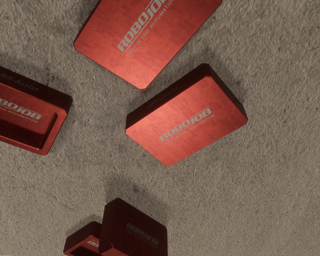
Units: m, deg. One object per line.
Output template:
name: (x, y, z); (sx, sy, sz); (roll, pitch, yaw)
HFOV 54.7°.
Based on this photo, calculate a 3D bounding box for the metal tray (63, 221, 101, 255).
metal tray: (-0.107, 0.236, 0.603); (0.130, 0.030, 0.090); (37, 121, -28)

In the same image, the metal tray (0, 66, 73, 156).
metal tray: (-0.186, -0.024, 0.380); (0.131, 0.030, 0.089); (24, 126, -20)

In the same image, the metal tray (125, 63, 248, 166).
metal tray: (0.032, -0.011, 0.395); (0.130, 0.030, 0.090); (-32, 124, 24)

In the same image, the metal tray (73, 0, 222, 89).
metal tray: (-0.015, -0.110, 0.310); (0.090, 0.030, 0.129); (30, 124, -24)

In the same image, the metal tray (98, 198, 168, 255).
metal tray: (-0.040, 0.188, 0.523); (0.030, 0.090, 0.130); (-34, 123, 25)
